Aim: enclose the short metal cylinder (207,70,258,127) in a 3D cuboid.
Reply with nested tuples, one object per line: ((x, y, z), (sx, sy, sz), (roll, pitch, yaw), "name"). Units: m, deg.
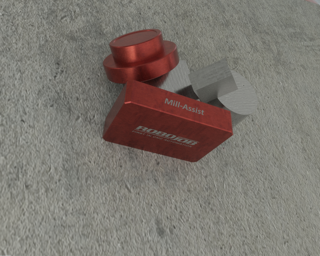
((0.099, -0.042, 0.469), (0.081, 0.050, 0.080), (14, 56, -21), "short metal cylinder")

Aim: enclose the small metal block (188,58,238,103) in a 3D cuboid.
((0.070, -0.060, 0.405), (0.050, 0.050, 0.025), (33, 37, -64), "small metal block")

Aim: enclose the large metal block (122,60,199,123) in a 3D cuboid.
((0.000, -0.047, 0.419), (0.081, 0.050, 0.080), (-2, 63, -29), "large metal block")

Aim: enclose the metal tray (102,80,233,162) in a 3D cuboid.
((0.008, -0.002, 0.368), (0.131, 0.090, 0.030), (16, 56, -20), "metal tray")

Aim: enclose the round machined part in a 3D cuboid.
((-0.027, -0.098, 0.402), (0.099, 0.098, 0.042), (-42, 131, -39), "round machined part")
